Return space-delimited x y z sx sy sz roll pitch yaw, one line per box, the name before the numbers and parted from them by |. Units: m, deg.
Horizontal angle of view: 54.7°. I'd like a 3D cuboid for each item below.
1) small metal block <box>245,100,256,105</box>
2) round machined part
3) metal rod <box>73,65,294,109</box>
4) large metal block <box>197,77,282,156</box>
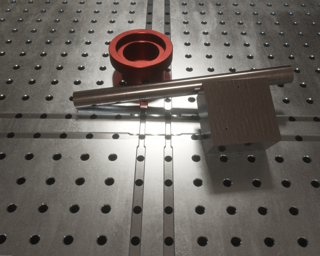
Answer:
small metal block | 0.128 -0.044 0.446 0.050 0.025 0.050 -3 50 -3
round machined part | -0.029 -0.111 0.490 0.099 0.042 0.098 0 50 0
metal rod | 0.030 -0.057 0.433 0.302 0.025 0.025 -7 50 2
large metal block | 0.094 -0.013 0.386 0.081 0.050 0.080 -5 73 -5
